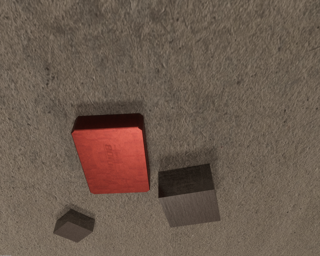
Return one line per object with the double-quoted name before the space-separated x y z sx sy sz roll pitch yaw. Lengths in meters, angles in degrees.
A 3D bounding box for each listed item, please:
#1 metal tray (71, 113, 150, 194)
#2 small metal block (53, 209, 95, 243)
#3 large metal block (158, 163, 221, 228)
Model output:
"metal tray" -0.063 0.040 0.438 0.091 0.030 0.129 -3 130 2
"small metal block" -0.154 0.176 0.555 0.050 0.025 0.050 34 122 -26
"large metal block" 0.046 0.106 0.482 0.080 0.050 0.080 -11 130 8
